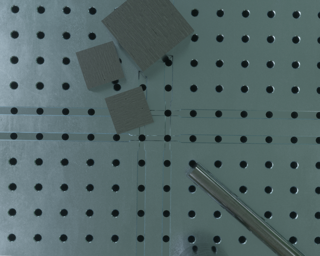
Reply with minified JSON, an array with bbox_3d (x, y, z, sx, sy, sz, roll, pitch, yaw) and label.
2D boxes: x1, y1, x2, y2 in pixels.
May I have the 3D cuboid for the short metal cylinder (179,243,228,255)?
[{"bbox_3d":[0.060,0.198,0.402,0.081,0.050,0.079,0,90,-1],"label":"short metal cylinder"}]

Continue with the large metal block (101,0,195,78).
[{"bbox_3d":[-0.015,-0.124,0.401,0.080,0.050,0.080,-39,91,0],"label":"large metal block"}]

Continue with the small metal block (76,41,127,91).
[{"bbox_3d":[-0.077,-0.082,0.412,0.050,0.025,0.050,-18,90,-1],"label":"small metal block"}]

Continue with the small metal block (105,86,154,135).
[{"bbox_3d":[-0.040,-0.023,0.413,0.050,0.025,0.050,-19,90,-1],"label":"small metal block"}]

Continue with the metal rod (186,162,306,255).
[{"bbox_3d":[0.156,0.153,0.415,0.300,0.025,0.025,41,90,-1],"label":"metal rod"}]
